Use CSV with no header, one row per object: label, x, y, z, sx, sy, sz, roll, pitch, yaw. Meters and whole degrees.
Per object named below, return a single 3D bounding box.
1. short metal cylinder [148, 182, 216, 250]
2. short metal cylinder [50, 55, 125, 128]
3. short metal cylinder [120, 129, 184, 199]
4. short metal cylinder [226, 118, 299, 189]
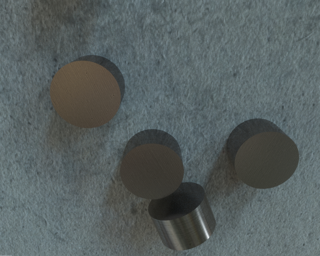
short metal cylinder,0.030,0.119,0.425,0.080,0.080,0.050,-19,109,6
short metal cylinder,-0.086,-0.046,0.378,0.081,0.050,0.079,0,110,-1
short metal cylinder,-0.010,0.047,0.414,0.081,0.050,0.079,0,110,-1
short metal cylinder,0.133,0.033,0.411,0.081,0.050,0.079,0,110,-1
